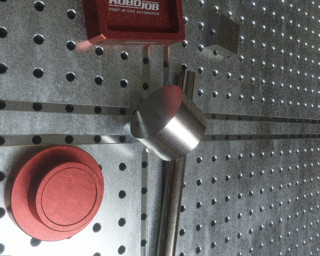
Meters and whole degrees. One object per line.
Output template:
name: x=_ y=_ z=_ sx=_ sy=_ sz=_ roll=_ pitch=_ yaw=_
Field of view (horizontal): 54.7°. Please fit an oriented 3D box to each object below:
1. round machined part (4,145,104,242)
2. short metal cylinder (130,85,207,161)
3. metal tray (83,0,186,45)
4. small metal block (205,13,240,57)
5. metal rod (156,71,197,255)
round machined part: x=-0.100 y=0.066 z=0.316 sx=0.099 sy=0.042 sz=0.097 roll=0 pitch=90 yaw=-40
short metal cylinder: x=0.010 y=-0.007 z=0.384 sx=0.050 sy=0.080 sz=0.080 roll=42 pitch=64 yaw=-32
metal tray: x=-0.029 y=-0.151 z=0.382 sx=0.131 sy=0.030 sz=0.089 roll=-12 pitch=98 yaw=-40
small metal block: x=0.101 y=-0.147 z=0.496 sx=0.050 sy=0.025 sz=0.050 roll=13 pitch=82 yaw=-40
metal rod: x=0.021 y=0.069 z=0.429 sx=0.025 sy=0.025 sz=0.298 roll=12 pitch=82 yaw=-40
